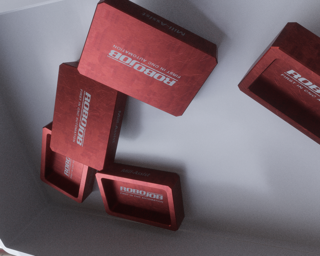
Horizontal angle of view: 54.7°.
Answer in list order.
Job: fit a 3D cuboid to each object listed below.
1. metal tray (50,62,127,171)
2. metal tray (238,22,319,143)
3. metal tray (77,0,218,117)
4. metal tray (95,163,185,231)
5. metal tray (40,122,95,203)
[{"bbox_3d":[-0.099,-0.016,0.425,0.090,0.030,0.129,20,111,15],"label":"metal tray"},{"bbox_3d":[0.145,-0.027,0.280,0.130,0.030,0.090,35,165,4],"label":"metal tray"},{"bbox_3d":[-0.015,-0.075,0.339,0.131,0.030,0.089,24,131,-11],"label":"metal tray"},{"bbox_3d":[-0.031,0.106,0.485,0.130,0.030,0.089,6,121,24],"label":"metal tray"},{"bbox_3d":[-0.152,0.058,0.518,0.090,0.030,0.129,27,128,10],"label":"metal tray"}]
